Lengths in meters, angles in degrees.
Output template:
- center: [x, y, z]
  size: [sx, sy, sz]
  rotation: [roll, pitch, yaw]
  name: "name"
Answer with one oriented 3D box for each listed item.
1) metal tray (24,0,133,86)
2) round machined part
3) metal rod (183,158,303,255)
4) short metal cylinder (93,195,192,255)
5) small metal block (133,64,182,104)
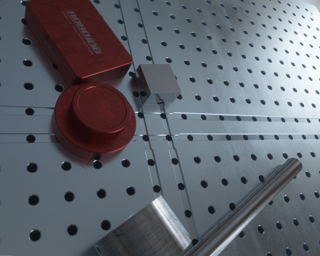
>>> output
- center: [-0.109, -0.120, 0.420]
  size: [0.091, 0.030, 0.130]
  rotation: [-28, 77, -38]
  name: "metal tray"
- center: [-0.074, -0.015, 0.368]
  size: [0.099, 0.042, 0.098]
  rotation: [14, 56, -21]
  name: "round machined part"
- center: [0.106, 0.113, 0.398]
  size: [0.302, 0.025, 0.025]
  rotation: [-27, 77, -37]
  name: "metal rod"
- center: [-0.016, 0.109, 0.299]
  size: [0.081, 0.080, 0.050]
  rotation: [-29, 78, -38]
  name: "short metal cylinder"
- center: [-0.004, -0.065, 0.447]
  size: [0.050, 0.025, 0.050]
  rotation: [-7, 66, -32]
  name: "small metal block"
